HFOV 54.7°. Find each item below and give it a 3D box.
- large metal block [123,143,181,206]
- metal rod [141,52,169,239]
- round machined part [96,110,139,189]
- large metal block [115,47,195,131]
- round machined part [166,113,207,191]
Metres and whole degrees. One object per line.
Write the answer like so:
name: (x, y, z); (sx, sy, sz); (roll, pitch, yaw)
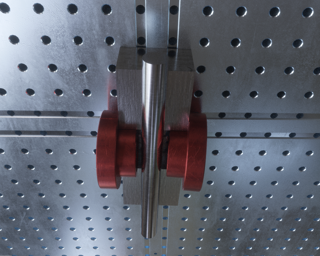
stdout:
large metal block: (-0.012, 0.068, 0.452); (0.081, 0.050, 0.079); (2, 130, -2)
metal rod: (-0.011, 0.048, 0.386); (0.025, 0.025, 0.298); (2, 130, -2)
round machined part: (-0.049, 0.027, 0.385); (0.042, 0.098, 0.097); (2, 130, -1)
large metal block: (-0.006, -0.044, 0.357); (0.081, 0.050, 0.079); (2, 130, -2)
round machined part: (0.031, 0.029, 0.388); (0.042, 0.098, 0.097); (4, 130, 2)
